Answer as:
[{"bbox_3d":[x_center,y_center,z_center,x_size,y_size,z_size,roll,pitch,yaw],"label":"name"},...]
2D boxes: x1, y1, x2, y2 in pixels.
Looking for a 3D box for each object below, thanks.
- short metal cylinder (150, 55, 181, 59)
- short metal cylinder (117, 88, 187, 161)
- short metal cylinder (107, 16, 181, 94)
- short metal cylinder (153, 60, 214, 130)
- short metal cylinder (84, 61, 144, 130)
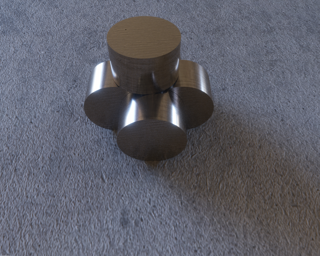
[{"bbox_3d":[-0.009,-0.081,0.437,0.081,0.080,0.050,-1,50,-2],"label":"short metal cylinder"},{"bbox_3d":[-0.009,-0.003,0.371,0.081,0.080,0.050,0,50,-1],"label":"short metal cylinder"},{"bbox_3d":[-0.017,-0.084,0.355,0.081,0.050,0.080,0,50,0],"label":"short metal cylinder"},{"bbox_3d":[0.027,-0.041,0.404,0.081,0.080,0.050,0,50,-1],"label":"short metal cylinder"},{"bbox_3d":[-0.055,-0.041,0.403,0.081,0.080,0.050,-1,50,-1],"label":"short metal cylinder"}]
